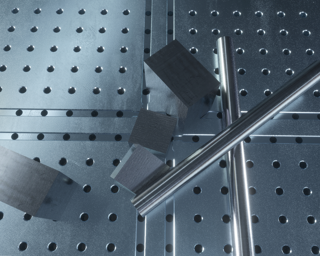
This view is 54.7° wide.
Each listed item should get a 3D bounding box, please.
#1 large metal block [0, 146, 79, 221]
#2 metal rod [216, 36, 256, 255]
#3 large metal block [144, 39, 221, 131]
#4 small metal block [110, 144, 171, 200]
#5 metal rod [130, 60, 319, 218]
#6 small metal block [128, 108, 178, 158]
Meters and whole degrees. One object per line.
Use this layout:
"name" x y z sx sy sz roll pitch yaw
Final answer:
"large metal block" -0.152 0.065 0.357 0.080 0.080 0.050 22 72 7
"metal rod" 0.097 0.012 0.407 0.025 0.025 0.299 0 70 0
"large metal block" 0.026 -0.053 0.402 0.050 0.080 0.080 -38 75 -12
"small metal block" -0.024 0.054 0.380 0.050 0.025 0.050 39 76 -15
"metal rod" 0.094 0.006 0.382 0.301 0.025 0.025 -35 74 -11
"small metal block" -0.009 0.007 0.409 0.050 0.025 0.050 17 71 6
